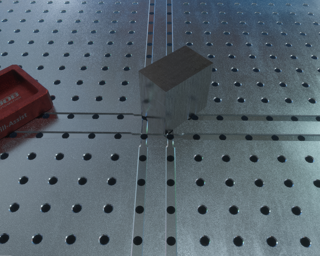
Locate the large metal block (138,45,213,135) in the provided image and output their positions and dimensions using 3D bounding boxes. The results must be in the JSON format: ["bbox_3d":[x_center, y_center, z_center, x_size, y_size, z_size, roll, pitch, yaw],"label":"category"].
[{"bbox_3d":[0.020,-0.050,0.414,0.080,0.080,0.050,-34,58,-25],"label":"large metal block"}]

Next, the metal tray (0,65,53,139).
[{"bbox_3d":[-0.229,-0.029,0.426,0.090,0.030,0.131,36,58,26],"label":"metal tray"}]
